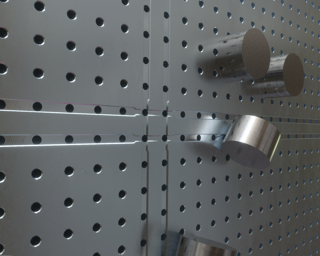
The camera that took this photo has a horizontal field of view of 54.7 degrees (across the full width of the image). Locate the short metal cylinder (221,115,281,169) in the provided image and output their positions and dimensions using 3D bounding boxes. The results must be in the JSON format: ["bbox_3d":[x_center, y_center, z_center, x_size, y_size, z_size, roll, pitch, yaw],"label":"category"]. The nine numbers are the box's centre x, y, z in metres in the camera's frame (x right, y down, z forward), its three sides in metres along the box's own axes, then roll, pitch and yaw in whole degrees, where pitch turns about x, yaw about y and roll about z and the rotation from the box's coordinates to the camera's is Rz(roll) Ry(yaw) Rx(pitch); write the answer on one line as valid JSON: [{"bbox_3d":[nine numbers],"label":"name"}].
[{"bbox_3d":[0.145,0.023,0.499,0.080,0.080,0.050,45,63,-31],"label":"short metal cylinder"}]

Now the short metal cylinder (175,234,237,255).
[{"bbox_3d":[0.061,0.183,0.427,0.080,0.080,0.050,25,75,-38],"label":"short metal cylinder"}]

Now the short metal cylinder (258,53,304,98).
[{"bbox_3d":[0.231,-0.098,0.590,0.081,0.050,0.079,0,90,-40],"label":"short metal cylinder"}]

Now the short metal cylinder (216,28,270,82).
[{"bbox_3d":[0.138,-0.118,0.511,0.081,0.050,0.079,0,90,-40],"label":"short metal cylinder"}]
